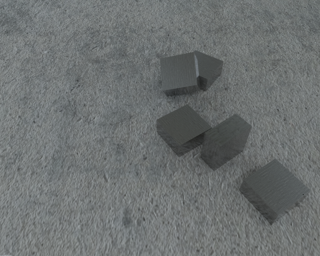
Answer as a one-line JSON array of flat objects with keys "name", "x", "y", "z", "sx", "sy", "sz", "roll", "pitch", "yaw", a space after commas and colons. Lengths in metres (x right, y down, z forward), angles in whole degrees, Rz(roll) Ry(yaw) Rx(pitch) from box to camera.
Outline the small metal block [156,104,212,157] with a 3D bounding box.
[{"name": "small metal block", "x": 0.030, "y": 0.002, "z": 0.401, "sx": 0.050, "sy": 0.025, "sz": 0.050, "roll": -28, "pitch": 55, "yaw": -21}]

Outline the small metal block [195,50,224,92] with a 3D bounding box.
[{"name": "small metal block", "x": 0.062, "y": -0.089, "z": 0.478, "sx": 0.050, "sy": 0.025, "sz": 0.050, "roll": 28, "pitch": 55, "yaw": 21}]

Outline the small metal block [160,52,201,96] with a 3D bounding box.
[{"name": "small metal block", "x": 0.029, "y": -0.077, "z": 0.447, "sx": 0.050, "sy": 0.025, "sz": 0.050, "roll": -8, "pitch": 75, "yaw": 15}]

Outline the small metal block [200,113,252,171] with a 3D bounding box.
[{"name": "small metal block", "x": 0.078, "y": 0.017, "z": 0.373, "sx": 0.050, "sy": 0.050, "sz": 0.025, "roll": -30, "pitch": 56, "yaw": -22}]

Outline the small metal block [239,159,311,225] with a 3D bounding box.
[{"name": "small metal block", "x": 0.127, "y": 0.070, "z": 0.345, "sx": 0.050, "sy": 0.025, "sz": 0.050, "roll": -27, "pitch": 55, "yaw": -21}]
